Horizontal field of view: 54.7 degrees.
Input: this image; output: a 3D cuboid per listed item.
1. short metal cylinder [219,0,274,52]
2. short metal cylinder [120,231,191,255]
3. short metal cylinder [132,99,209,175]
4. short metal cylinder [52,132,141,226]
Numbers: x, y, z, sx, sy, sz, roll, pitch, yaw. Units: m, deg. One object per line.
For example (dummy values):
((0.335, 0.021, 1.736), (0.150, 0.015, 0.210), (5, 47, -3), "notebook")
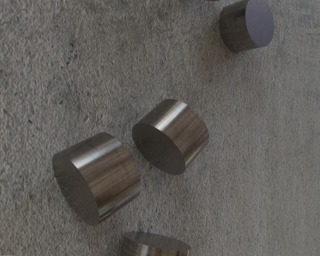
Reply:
((0.142, -0.168, 0.507), (0.081, 0.050, 0.080), (0, 90, -40), "short metal cylinder")
((-0.008, 0.157, 0.363), (0.080, 0.080, 0.050), (19, 78, -39), "short metal cylinder")
((0.013, 0.011, 0.379), (0.050, 0.080, 0.080), (-45, 117, -31), "short metal cylinder")
((-0.065, 0.051, 0.314), (0.050, 0.080, 0.080), (-29, 108, -36), "short metal cylinder")
